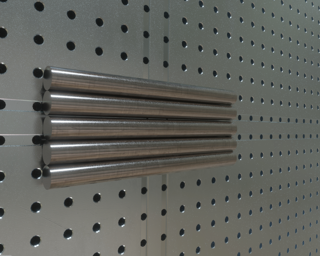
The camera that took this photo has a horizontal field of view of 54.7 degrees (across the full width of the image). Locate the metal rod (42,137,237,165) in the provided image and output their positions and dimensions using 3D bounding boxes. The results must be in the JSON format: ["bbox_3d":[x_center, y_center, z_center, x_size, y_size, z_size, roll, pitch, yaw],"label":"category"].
[{"bbox_3d":[0.001,0.026,0.411,0.302,0.025,0.025,0,90,-40],"label":"metal rod"}]

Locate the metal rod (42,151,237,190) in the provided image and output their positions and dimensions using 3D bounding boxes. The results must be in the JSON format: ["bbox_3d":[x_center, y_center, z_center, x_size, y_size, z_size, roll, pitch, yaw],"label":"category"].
[{"bbox_3d":[0.000,0.050,0.411,0.302,0.025,0.025,0,90,-40],"label":"metal rod"}]

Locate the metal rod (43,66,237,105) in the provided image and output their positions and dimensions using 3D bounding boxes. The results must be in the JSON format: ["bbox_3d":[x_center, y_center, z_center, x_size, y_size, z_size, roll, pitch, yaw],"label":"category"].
[{"bbox_3d":[0.001,-0.050,0.412,0.302,0.025,0.025,0,90,-40],"label":"metal rod"}]

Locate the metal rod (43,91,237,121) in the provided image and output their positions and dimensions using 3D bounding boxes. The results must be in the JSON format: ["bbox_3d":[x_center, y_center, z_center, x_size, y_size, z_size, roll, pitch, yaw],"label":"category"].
[{"bbox_3d":[0.001,-0.025,0.412,0.302,0.025,0.025,0,90,-40],"label":"metal rod"}]

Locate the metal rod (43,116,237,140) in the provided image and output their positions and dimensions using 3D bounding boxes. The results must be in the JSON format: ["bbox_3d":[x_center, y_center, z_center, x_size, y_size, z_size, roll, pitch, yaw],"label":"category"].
[{"bbox_3d":[0.001,0.001,0.412,0.302,0.025,0.025,0,90,-40],"label":"metal rod"}]
